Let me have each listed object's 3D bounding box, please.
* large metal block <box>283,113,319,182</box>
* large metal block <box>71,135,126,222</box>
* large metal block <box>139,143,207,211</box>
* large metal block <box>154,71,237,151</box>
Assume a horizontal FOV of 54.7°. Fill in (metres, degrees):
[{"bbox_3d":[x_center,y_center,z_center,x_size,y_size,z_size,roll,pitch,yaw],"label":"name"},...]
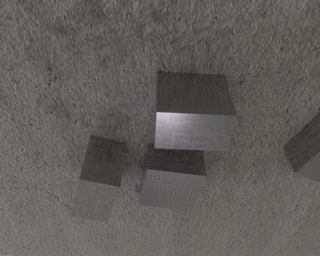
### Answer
[{"bbox_3d":[0.232,0.030,0.418,0.080,0.050,0.080,21,127,-17],"label":"large metal block"},{"bbox_3d":[-0.085,0.070,0.430,0.050,0.080,0.079,14,129,-11],"label":"large metal block"},{"bbox_3d":[0.016,0.073,0.453,0.081,0.050,0.079,8,130,-7],"label":"large metal block"},{"bbox_3d":[0.035,-0.021,0.354,0.081,0.080,0.050,3,130,-2],"label":"large metal block"}]
